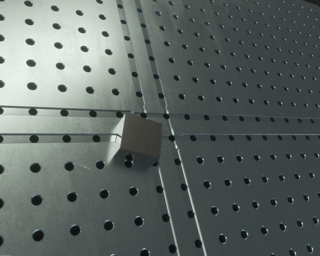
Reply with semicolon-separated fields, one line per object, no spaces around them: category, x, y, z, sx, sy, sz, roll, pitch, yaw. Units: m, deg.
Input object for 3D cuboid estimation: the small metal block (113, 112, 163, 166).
small metal block;-0.026;0.014;0.385;0.050;0.025;0.050;17;55;-19
